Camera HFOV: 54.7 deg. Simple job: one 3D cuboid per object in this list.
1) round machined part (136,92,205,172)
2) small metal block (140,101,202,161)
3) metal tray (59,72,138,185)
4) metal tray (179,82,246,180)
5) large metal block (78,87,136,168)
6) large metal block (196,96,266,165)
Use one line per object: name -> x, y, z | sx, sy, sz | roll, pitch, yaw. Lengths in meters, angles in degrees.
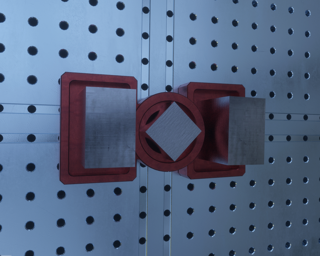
round machined part -> 0.004, 0.005, 0.396 | 0.099, 0.042, 0.097 | 0, 90, -20
small metal block -> 0.013, 0.004, 0.374 | 0.050, 0.025, 0.050 | 46, 76, -14
metal tray -> -0.076, 0.001, 0.381 | 0.091, 0.030, 0.129 | 1, 90, -20
metal tray -> 0.074, 0.003, 0.436 | 0.091, 0.030, 0.129 | 0, 90, -20
large metal block -> -0.062, -0.001, 0.346 | 0.050, 0.080, 0.080 | 1, 90, -20
large metal block -> 0.089, 0.003, 0.402 | 0.050, 0.080, 0.080 | 2, 90, -20
